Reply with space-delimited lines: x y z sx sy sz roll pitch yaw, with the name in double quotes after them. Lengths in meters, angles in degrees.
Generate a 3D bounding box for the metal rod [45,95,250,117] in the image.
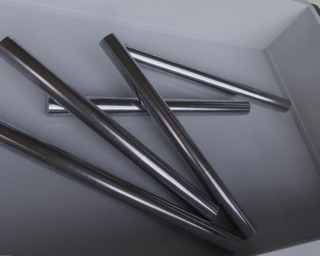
0.004 -0.029 0.424 0.303 0.025 0.025 -2 63 -29 "metal rod"

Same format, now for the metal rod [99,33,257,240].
0.022 0.010 0.387 0.025 0.025 0.299 -35 89 -38 "metal rod"

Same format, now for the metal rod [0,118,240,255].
-0.044 0.068 0.339 0.301 0.025 0.025 28 52 -10 "metal rod"

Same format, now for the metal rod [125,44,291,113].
0.085 -0.074 0.495 0.302 0.025 0.025 14 56 -20 "metal rod"

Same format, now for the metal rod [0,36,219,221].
-0.050 0.008 0.350 0.300 0.025 0.025 40 51 -10 "metal rod"
